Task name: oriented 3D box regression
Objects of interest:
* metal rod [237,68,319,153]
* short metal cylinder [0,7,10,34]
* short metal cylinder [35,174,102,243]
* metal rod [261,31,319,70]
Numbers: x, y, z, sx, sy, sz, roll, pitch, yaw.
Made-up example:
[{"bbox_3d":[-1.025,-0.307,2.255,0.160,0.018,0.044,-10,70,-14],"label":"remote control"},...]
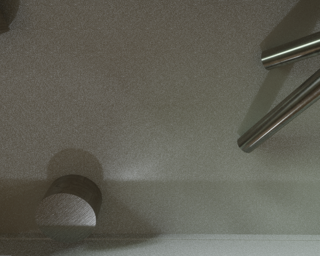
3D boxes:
[{"bbox_3d":[0.182,-0.060,0.319,0.025,0.025,0.298,28,136,-10],"label":"metal rod"},{"bbox_3d":[-0.215,-0.120,0.335,0.080,0.080,0.050,-15,110,5],"label":"short metal cylinder"},{"bbox_3d":[-0.126,0.113,0.438,0.081,0.050,0.079,0,110,-1],"label":"short metal cylinder"},{"bbox_3d":[0.238,-0.107,0.282,0.299,0.025,0.025,-13,115,44],"label":"metal rod"}]
